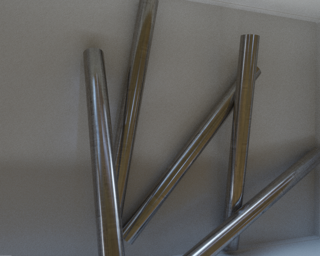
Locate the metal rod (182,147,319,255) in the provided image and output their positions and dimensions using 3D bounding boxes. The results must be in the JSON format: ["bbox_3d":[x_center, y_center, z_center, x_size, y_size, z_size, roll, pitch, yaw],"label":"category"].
[{"bbox_3d":[0.141,0.105,0.434,0.302,0.025,0.025,-28,100,-29],"label":"metal rod"}]

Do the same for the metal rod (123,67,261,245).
[{"bbox_3d":[0.047,0.027,0.427,0.025,0.025,0.300,43,77,-15],"label":"metal rod"}]

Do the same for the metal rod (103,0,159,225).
[{"bbox_3d":[-0.039,-0.020,0.396,0.025,0.025,0.298,11,86,-20],"label":"metal rod"}]

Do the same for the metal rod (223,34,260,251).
[{"bbox_3d":[0.111,0.024,0.432,0.025,0.025,0.298,2,97,-20],"label":"metal rod"}]

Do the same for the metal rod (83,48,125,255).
[{"bbox_3d":[-0.059,0.045,0.325,0.025,0.025,0.299,-1,66,-20],"label":"metal rod"}]
